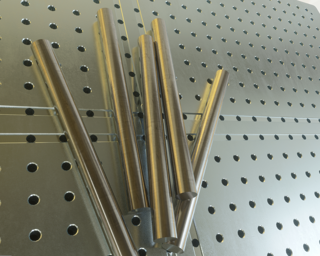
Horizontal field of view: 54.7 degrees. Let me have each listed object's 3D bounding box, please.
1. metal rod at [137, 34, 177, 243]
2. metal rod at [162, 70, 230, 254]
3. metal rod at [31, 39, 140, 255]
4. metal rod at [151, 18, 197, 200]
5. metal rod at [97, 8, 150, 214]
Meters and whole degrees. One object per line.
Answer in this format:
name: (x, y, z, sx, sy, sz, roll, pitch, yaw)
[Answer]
metal rod: (-0.009, -0.010, 0.400, 0.025, 0.025, 0.299, 10, 54, -24)
metal rod: (0.059, 0.021, 0.428, 0.025, 0.025, 0.300, 30, 52, -10)
metal rod: (-0.086, 0.024, 0.347, 0.025, 0.025, 0.299, -15, 69, -34)
metal rod: (0.013, -0.047, 0.431, 0.025, 0.025, 0.299, 9, 53, -24)
metal rod: (-0.053, -0.041, 0.405, 0.025, 0.025, 0.299, 2, 61, -28)
